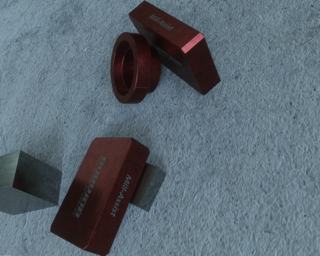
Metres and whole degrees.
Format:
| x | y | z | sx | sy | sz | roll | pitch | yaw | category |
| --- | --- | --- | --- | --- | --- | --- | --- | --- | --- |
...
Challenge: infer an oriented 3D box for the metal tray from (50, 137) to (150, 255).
| x | y | z | sx | sy | sz | roll | pitch | yaw | category |
| --- | --- | --- | --- | --- | --- | --- | --- | --- | --- |
| -0.073 | 0.075 | 0.374 | 0.090 | 0.030 | 0.130 | -2 | 59 | 48 | metal tray |

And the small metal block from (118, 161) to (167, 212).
| x | y | z | sx | sy | sz | roll | pitch | yaw | category |
| --- | --- | --- | --- | --- | --- | --- | --- | --- | --- |
| -0.028 | 0.067 | 0.376 | 0.050 | 0.025 | 0.050 | 15 | 69 | 33 | small metal block |

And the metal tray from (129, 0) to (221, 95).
| x | y | z | sx | sy | sz | roll | pitch | yaw | category |
| --- | --- | --- | --- | --- | --- | --- | --- | --- | --- |
| 0.019 | -0.108 | 0.416 | 0.030 | 0.090 | 0.130 | -42 | 51 | -3 | metal tray |

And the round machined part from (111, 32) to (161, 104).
| x | y | z | sx | sy | sz | roll | pitch | yaw | category |
| --- | --- | --- | --- | --- | --- | --- | --- | --- | --- |
| -0.033 | -0.083 | 0.438 | 0.098 | 0.042 | 0.097 | 9 | 100 | 61 | round machined part |

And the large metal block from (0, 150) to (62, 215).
| x | y | z | sx | sy | sz | roll | pitch | yaw | category |
| --- | --- | --- | --- | --- | --- | --- | --- | --- | --- |
| -0.195 | 0.078 | 0.421 | 0.080 | 0.080 | 0.050 | -16 | 56 | 19 | large metal block |
